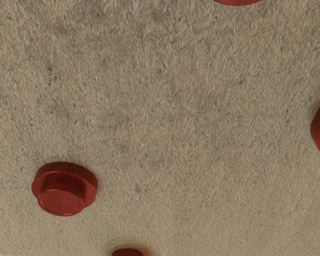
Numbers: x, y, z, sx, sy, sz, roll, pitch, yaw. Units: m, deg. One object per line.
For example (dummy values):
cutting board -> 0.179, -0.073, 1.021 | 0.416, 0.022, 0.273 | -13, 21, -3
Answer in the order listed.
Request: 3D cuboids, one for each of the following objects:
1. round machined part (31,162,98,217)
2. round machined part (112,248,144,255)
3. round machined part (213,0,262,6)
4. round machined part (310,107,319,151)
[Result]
round machined part -> -0.149, 0.101, 0.480 | 0.099, 0.042, 0.097 | 0, 130, 0
round machined part -> -0.068, 0.284, 0.637 | 0.099, 0.042, 0.097 | 0, 130, 0
round machined part -> 0.069, -0.159, 0.261 | 0.099, 0.042, 0.097 | 0, 130, 0
round machined part -> 0.240, -0.009, 0.391 | 0.099, 0.042, 0.097 | 0, 130, 0
